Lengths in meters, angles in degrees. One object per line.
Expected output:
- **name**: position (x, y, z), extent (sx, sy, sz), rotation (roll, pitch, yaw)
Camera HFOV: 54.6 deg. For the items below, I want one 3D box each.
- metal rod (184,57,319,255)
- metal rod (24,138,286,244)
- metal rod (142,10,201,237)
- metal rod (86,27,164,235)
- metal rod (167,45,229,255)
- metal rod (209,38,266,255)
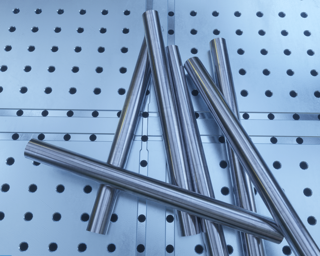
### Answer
- **metal rod**: position (0.101, 0.026, 0.368), extent (0.025, 0.025, 0.299), rotation (-21, 61, -7)
- **metal rod**: position (-0.010, 0.070, 0.354), extent (0.301, 0.025, 0.025), rotation (18, 71, 4)
- **metal rod**: position (0.011, -0.017, 0.403), extent (0.025, 0.025, 0.299), rotation (-9, 76, -3)
- **metal rod**: position (-0.041, -0.013, 0.416), extent (0.025, 0.025, 0.299), rotation (13, 70, 4)
- **metal rod**: position (0.043, 0.024, 0.403), extent (0.025, 0.025, 0.299), rotation (-10, 70, -4)
- **metal rod**: position (0.098, 0.014, 0.407), extent (0.025, 0.025, 0.299), rotation (-5, 70, -2)
